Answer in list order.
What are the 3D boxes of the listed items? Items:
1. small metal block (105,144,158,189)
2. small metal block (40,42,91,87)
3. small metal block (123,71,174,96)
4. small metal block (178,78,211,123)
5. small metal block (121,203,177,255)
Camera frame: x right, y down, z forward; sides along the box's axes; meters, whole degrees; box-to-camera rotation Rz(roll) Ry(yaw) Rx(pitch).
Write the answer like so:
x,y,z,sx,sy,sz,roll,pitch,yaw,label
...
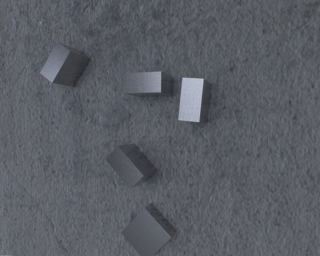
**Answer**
x,y,z,sx,sy,sz,roll,pitch,yaw,label
-0.036,0.049,0.407,0.025,0.050,0.050,-46,76,14,small metal block
-0.133,-0.089,0.441,0.025,0.050,0.050,37,102,16,small metal block
-0.014,-0.055,0.400,0.050,0.050,0.025,1,91,19,small metal block
0.044,-0.033,0.380,0.025,0.050,0.050,6,92,19,small metal block
-0.015,0.139,0.413,0.050,0.025,0.050,45,104,14,small metal block
